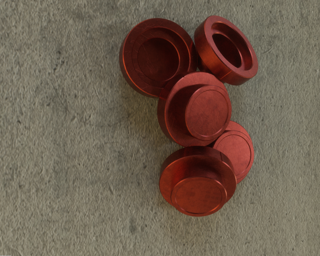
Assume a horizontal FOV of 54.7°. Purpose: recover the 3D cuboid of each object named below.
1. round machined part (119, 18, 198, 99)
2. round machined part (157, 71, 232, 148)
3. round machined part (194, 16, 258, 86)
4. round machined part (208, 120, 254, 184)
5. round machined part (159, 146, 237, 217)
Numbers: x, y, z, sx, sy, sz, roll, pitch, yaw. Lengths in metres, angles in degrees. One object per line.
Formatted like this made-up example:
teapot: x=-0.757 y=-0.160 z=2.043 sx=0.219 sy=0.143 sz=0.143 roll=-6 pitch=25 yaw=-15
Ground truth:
round machined part: x=-0.005 y=-0.087 z=0.400 sx=0.099 sy=0.042 sz=0.097 roll=0 pitch=90 yaw=-21
round machined part: x=0.050 y=-0.021 z=0.385 sx=0.099 sy=0.042 sz=0.097 roll=-6 pitch=104 yaw=-27
round machined part: x=0.083 y=-0.099 z=0.418 sx=0.099 sy=0.042 sz=0.098 roll=20 pitch=54 yaw=-29
round machined part: x=0.092 y=0.037 z=0.437 sx=0.099 sy=0.042 sz=0.097 roll=0 pitch=90 yaw=-21
round machined part: x=0.048 y=0.074 z=0.393 sx=0.099 sy=0.042 sz=0.097 roll=1 pitch=122 yaw=2
